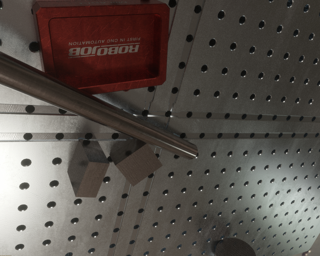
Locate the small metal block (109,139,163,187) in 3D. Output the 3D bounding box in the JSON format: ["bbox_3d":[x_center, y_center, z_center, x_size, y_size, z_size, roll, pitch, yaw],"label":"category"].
[{"bbox_3d":[-0.032,0.044,0.423,0.050,0.025,0.050,-35,129,-5],"label":"small metal block"}]

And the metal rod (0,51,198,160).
[{"bbox_3d":[-0.048,-0.009,0.351,0.301,0.025,0.025,26,105,-47],"label":"metal rod"}]

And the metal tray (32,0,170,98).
[{"bbox_3d":[-0.056,-0.084,0.325,0.131,0.030,0.089,-11,124,-23],"label":"metal tray"}]

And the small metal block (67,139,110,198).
[{"bbox_3d":[-0.089,0.049,0.378,0.025,0.050,0.050,11,113,-34],"label":"small metal block"}]

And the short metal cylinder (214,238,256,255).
[{"bbox_3d":[0.150,0.273,0.630,0.081,0.080,0.050,-11,123,-23],"label":"short metal cylinder"}]
